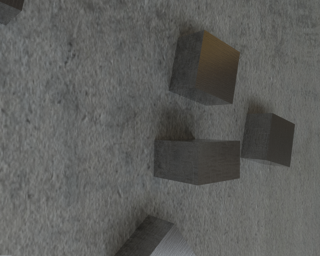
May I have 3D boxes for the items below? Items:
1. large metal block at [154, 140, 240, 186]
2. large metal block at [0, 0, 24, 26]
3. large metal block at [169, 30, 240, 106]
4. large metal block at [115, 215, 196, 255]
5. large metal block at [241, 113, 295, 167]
[{"bbox_3d":[0.049,0.041,0.412,0.081,0.080,0.050,0,90,-40],"label":"large metal block"},{"bbox_3d":[-0.156,-0.145,0.258,0.081,0.050,0.080,15,80,-39],"label":"large metal block"},{"bbox_3d":[0.065,-0.082,0.446,0.081,0.050,0.080,16,80,-39],"label":"large metal block"},{"bbox_3d":[-0.005,0.171,0.387,0.080,0.050,0.080,-45,117,-31],"label":"large metal block"},{"bbox_3d":[0.194,0.023,0.555,0.081,0.050,0.080,17,79,-39],"label":"large metal block"}]
